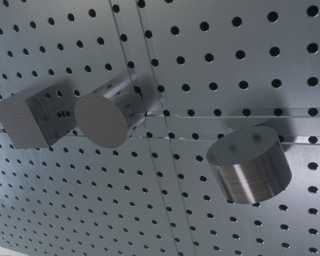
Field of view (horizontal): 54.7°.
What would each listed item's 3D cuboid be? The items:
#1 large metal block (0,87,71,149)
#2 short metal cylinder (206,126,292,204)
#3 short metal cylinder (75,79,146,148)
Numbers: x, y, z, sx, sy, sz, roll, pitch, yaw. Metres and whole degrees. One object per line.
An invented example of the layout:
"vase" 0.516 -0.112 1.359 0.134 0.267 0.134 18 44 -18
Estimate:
"large metal block" -0.204 -0.014 0.494 0.080 0.050 0.080 -5 116 30
"short metal cylinder" 0.099 0.039 0.348 0.080 0.080 0.050 -14 111 34
"short metal cylinder" -0.066 -0.019 0.418 0.080 0.050 0.079 13 124 21
